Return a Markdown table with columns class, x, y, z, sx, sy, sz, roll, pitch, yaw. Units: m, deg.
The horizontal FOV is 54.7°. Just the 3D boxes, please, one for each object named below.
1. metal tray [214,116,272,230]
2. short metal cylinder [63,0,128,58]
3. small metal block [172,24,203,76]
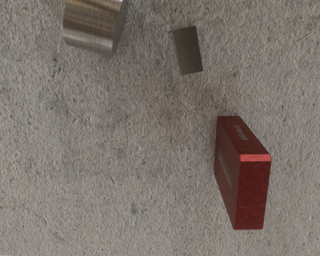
| class | x | y | z | sx | sy | sz | roll | pitch | yaw |
| --- | --- | --- | --- | --- | --- | --- | --- | --- | --- |
| metal tray | 0.093 | 0.047 | 0.372 | 0.030 | 0.130 | 0.089 | -1 | 110 | 0 |
| short metal cylinder | -0.066 | -0.122 | 0.335 | 0.050 | 0.080 | 0.079 | 15 | 109 | -6 |
| small metal block | 0.031 | -0.093 | 0.363 | 0.025 | 0.050 | 0.050 | -12 | 110 | 4 |
